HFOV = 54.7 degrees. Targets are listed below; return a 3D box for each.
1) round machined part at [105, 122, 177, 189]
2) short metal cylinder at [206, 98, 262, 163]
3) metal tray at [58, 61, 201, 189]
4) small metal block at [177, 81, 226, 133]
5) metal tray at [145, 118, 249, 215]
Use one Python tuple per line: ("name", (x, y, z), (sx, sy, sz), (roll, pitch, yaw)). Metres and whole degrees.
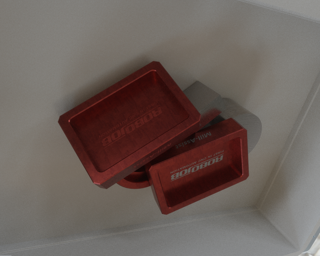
("round machined part", (-0.025, 0.028, 0.402), (0.099, 0.042, 0.097), (-14, 125, -21))
("short metal cylinder", (0.098, 0.004, 0.448), (0.081, 0.050, 0.079), (-14, 125, -21))
("metal tray", (-0.032, -0.005, 0.342), (0.131, 0.090, 0.030), (-32, 161, -8))
("small metal block", (0.048, -0.029, 0.400), (0.050, 0.050, 0.025), (-38, 130, -5))
("metal tray", (0.050, 0.050, 0.402), (0.131, 0.030, 0.089), (-21, 126, -11))
